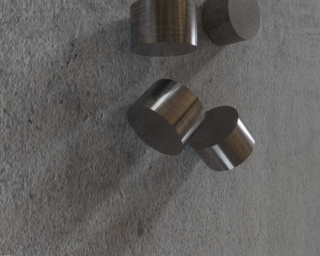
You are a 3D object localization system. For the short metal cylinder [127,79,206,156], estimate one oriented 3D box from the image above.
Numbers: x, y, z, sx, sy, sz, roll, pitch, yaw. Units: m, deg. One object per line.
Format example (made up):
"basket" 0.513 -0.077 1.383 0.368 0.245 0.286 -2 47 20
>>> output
"short metal cylinder" 0.007 -0.012 0.375 0.050 0.080 0.080 -49 119 -28

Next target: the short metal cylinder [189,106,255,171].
"short metal cylinder" 0.086 0.014 0.441 0.050 0.080 0.080 50 61 -29

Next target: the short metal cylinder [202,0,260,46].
"short metal cylinder" 0.111 -0.172 0.481 0.081 0.050 0.080 0 90 -40

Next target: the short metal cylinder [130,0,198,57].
"short metal cylinder" 0.005 -0.119 0.372 0.081 0.080 0.050 -3 92 -40
